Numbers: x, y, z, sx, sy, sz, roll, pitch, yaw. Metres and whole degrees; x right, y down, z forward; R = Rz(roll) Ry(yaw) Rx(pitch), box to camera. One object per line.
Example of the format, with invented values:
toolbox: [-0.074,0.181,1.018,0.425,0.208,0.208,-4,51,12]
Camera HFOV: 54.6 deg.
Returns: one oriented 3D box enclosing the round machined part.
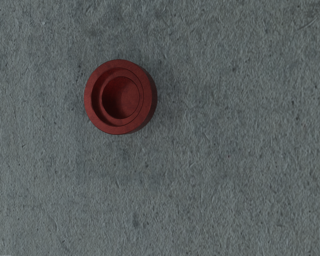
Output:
round machined part: [-0.049,-0.040,0.418,0.098,0.042,0.097,0,90,20]
